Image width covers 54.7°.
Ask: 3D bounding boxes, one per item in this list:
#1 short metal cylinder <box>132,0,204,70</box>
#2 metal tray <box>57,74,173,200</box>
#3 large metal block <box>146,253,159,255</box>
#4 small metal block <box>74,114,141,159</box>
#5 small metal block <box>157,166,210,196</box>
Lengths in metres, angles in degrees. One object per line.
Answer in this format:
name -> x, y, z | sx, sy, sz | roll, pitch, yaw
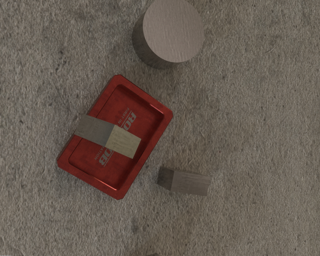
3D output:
short metal cylinder -> 0.009, -0.119, 0.399 | 0.081, 0.050, 0.079 | 0, 90, -20
metal tray -> -0.054, 0.011, 0.386 | 0.090, 0.030, 0.130 | 35, 79, -17
large metal block -> -0.010, 0.212, 0.376 | 0.050, 0.080, 0.079 | -6, 92, -20
small metal block -> -0.058, 0.010, 0.350 | 0.050, 0.050, 0.025 | 34, 77, -54
small metal block -> 0.030, 0.069, 0.407 | 0.050, 0.050, 0.025 | 12, 86, -20
